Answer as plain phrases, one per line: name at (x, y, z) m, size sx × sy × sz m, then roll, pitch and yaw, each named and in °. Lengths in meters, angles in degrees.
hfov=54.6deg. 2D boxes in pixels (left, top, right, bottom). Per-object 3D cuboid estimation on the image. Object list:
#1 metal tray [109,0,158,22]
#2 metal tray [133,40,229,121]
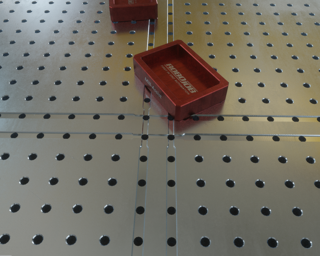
metal tray at (-0.057, -0.265, 0.627) m, size 0.091 × 0.030 × 0.130 m, roll -5°, pitch 50°, yaw -5°
metal tray at (0.028, -0.077, 0.469) m, size 0.091 × 0.030 × 0.130 m, roll -25°, pitch 54°, yaw -20°
